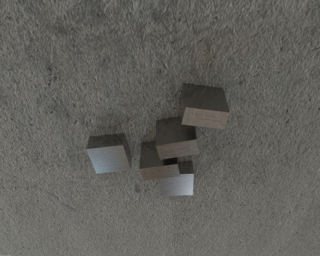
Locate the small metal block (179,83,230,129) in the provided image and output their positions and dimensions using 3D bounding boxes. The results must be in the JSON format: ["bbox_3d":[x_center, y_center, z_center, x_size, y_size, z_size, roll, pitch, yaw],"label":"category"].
[{"bbox_3d":[0.051,-0.027,0.368,0.050,0.050,0.025,7,130,-6],"label":"small metal block"}]

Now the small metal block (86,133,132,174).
[{"bbox_3d":[-0.070,0.036,0.437,0.050,0.025,0.050,-7,130,5],"label":"small metal block"}]

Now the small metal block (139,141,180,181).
[{"bbox_3d":[0.000,0.043,0.427,0.050,0.050,0.025,-8,130,6],"label":"small metal block"}]

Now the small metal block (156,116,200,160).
[{"bbox_3d":[0.022,0.011,0.400,0.050,0.050,0.025,-10,130,8],"label":"small metal block"}]

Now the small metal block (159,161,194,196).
[{"bbox_3d":[0.025,0.078,0.474,0.050,0.025,0.050,-2,130,1],"label":"small metal block"}]
